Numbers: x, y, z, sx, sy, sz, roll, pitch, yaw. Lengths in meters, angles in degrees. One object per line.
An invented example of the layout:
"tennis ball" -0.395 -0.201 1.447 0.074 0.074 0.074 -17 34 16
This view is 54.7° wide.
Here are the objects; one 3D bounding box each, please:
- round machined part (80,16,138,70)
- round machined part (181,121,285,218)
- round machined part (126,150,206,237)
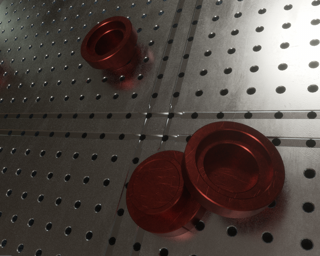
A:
"round machined part" -0.081 -0.137 0.522 0.098 0.042 0.098 -13 56 20
"round machined part" 0.070 0.044 0.315 0.099 0.042 0.098 3 55 -4
"round machined part" 0.004 0.069 0.352 0.098 0.042 0.098 -13 56 20
